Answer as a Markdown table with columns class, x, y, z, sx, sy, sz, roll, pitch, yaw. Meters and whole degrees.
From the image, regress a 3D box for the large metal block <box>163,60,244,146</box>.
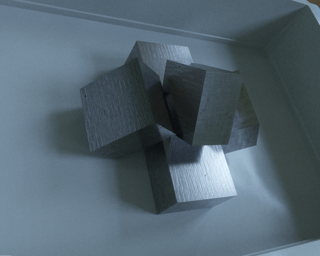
| class | x | y | z | sx | sy | sz | roll | pitch | yaw |
| --- | --- | --- | --- | --- | --- | --- | --- | --- | --- |
| large metal block | 0.043 | -0.031 | 0.359 | 0.050 | 0.079 | 0.080 | 0 | 18 | -30 |

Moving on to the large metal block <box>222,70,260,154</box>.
| class | x | y | z | sx | sy | sz | roll | pitch | yaw |
| --- | --- | --- | --- | --- | --- | --- | --- | --- | --- |
| large metal block | 0.095 | -0.018 | 0.422 | 0.050 | 0.080 | 0.080 | -16 | 65 | 7 |

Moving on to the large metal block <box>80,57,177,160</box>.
| class | x | y | z | sx | sy | sz | roll | pitch | yaw |
| --- | --- | --- | --- | --- | --- | --- | --- | --- | --- |
| large metal block | -0.037 | -0.019 | 0.350 | 0.050 | 0.080 | 0.080 | 30 | 40 | -58 |

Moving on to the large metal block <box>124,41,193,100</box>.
| class | x | y | z | sx | sy | sz | roll | pitch | yaw |
| --- | --- | --- | --- | --- | --- | --- | --- | --- | --- |
| large metal block | 0.004 | -0.069 | 0.429 | 0.081 | 0.050 | 0.080 | -2 | 63 | -29 |

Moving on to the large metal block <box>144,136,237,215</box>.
| class | x | y | z | sx | sy | sz | roll | pitch | yaw |
| --- | --- | --- | --- | --- | --- | --- | --- | --- | --- |
| large metal block | 0.035 | 0.054 | 0.374 | 0.081 | 0.050 | 0.080 | 1 | 62 | -28 |
